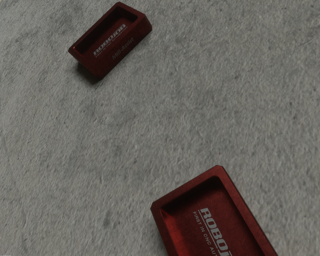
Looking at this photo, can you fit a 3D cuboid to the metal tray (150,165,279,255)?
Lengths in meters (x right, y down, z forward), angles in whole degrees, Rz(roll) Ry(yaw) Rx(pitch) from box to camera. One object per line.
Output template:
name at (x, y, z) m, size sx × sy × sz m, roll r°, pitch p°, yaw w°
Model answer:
metal tray at (0.054, 0.112, 0.302) m, size 0.090 × 0.030 × 0.130 m, roll -32°, pitch 52°, yaw 7°

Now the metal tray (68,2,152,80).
metal tray at (-0.088, -0.155, 0.539) m, size 0.130 × 0.030 × 0.090 m, roll -46°, pitch 51°, yaw -4°
